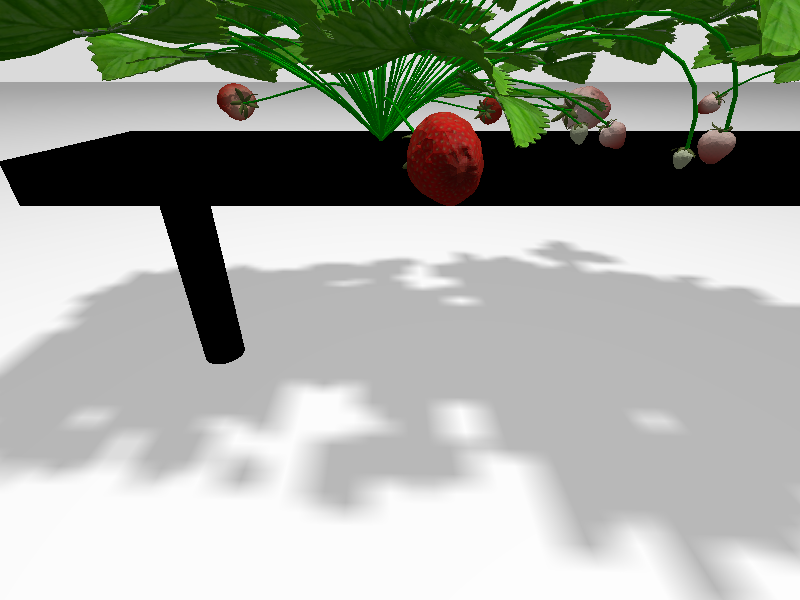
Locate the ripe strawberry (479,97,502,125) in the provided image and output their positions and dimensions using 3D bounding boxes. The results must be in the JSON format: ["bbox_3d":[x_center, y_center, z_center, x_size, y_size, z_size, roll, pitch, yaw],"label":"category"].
[{"bbox_3d":[0.096,-0.197,0.416,0.027,0.028,0.024,-26,39,-38],"label":"ripe strawberry"}]

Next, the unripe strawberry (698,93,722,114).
[{"bbox_3d":[0.396,-0.250,0.513,0.026,0.023,0.026,-5,-10,-9],"label":"unripe strawberry"}]

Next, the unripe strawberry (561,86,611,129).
[{"bbox_3d":[0.171,-0.174,0.365,0.038,0.037,0.042,-8,31,-14],"label":"unripe strawberry"}]

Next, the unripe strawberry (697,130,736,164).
[{"bbox_3d":[0.197,-0.095,0.251,0.019,0.020,0.018,11,32,19],"label":"unripe strawberry"}]

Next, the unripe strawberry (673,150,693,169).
[{"bbox_3d":[0.165,-0.082,0.234,0.010,0.011,0.011,16,34,26],"label":"unripe strawberry"}]

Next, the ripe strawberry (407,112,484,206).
[{"bbox_3d":[0.019,-0.055,0.161,0.032,0.036,0.034,-5,31,-9],"label":"ripe strawberry"}]

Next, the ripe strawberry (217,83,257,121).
[{"bbox_3d":[-0.183,-0.221,0.446,0.038,0.037,0.041,23,37,35],"label":"ripe strawberry"}]

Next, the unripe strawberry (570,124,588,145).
[{"bbox_3d":[0.141,-0.130,0.314,0.013,0.015,0.015,-12,28,12],"label":"unripe strawberry"}]

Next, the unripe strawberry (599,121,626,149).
[{"bbox_3d":[0.157,-0.120,0.293,0.019,0.019,0.018,-37,15,28],"label":"unripe strawberry"}]
